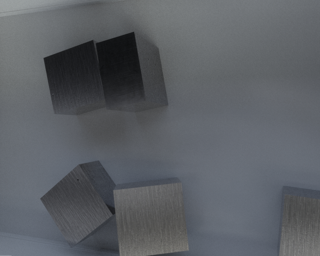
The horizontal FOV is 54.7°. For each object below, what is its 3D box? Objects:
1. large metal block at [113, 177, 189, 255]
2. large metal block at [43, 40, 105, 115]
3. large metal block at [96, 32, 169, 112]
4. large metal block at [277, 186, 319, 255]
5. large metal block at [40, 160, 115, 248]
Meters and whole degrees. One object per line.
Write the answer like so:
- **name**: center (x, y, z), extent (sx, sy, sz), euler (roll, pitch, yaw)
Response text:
- **large metal block**: center (-0.011, 0.109, 0.387), extent (0.081, 0.050, 0.080), euler (-6, 88, -3)
- **large metal block**: center (-0.106, -0.067, 0.433), extent (0.080, 0.050, 0.080), euler (-14, 86, 19)
- **large metal block**: center (-0.032, -0.065, 0.392), extent (0.050, 0.080, 0.080), euler (-11, 87, 19)
- **large metal block**: center (0.174, 0.112, 0.336), extent (0.080, 0.050, 0.079), euler (5, 92, 19)
- **large metal block**: center (-0.104, 0.104, 0.433), extent (0.080, 0.050, 0.080), euler (-41, 77, 15)
